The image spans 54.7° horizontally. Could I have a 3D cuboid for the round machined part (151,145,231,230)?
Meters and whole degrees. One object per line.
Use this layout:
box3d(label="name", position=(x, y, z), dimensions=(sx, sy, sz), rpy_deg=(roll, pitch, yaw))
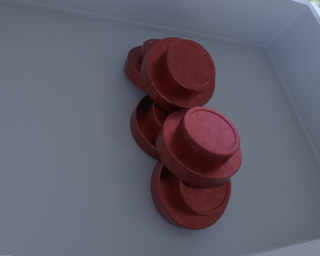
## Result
box3d(label="round machined part", position=(0.042, 0.066, 0.357), dimensions=(0.099, 0.042, 0.098), rpy_deg=(8, 73, -26))

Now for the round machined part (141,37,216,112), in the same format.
box3d(label="round machined part", position=(0.029, -0.070, 0.385), dimensions=(0.099, 0.042, 0.098), rpy_deg=(9, 70, -26))

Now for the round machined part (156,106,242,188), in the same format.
box3d(label="round machined part", position=(0.049, 0.014, 0.345), dimensions=(0.099, 0.042, 0.098), rpy_deg=(15, 45, -16))

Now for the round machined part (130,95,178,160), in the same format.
box3d(label="round machined part", position=(0.014, -0.008, 0.405), dimensions=(0.099, 0.042, 0.098), rpy_deg=(14, 55, -20))

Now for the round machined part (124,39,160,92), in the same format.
box3d(label="round machined part", position=(0.003, -0.089, 0.434), dimensions=(0.099, 0.042, 0.098), rpy_deg=(15, 40, -13))
